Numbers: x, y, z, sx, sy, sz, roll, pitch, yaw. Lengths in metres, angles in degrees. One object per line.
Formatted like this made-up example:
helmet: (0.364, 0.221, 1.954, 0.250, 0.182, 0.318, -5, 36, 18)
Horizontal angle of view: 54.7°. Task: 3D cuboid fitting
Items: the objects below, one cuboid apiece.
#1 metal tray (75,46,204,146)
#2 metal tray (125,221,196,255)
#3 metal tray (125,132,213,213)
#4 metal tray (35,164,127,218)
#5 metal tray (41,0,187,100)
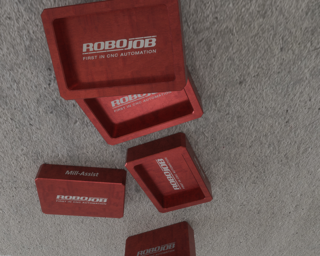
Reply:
metal tray: (-0.024, -0.035, 0.373, 0.130, 0.030, 0.090, -18, 128, 14)
metal tray: (-0.001, 0.230, 0.560, 0.130, 0.090, 0.030, -21, 127, 17)
metal tray: (0.017, 0.072, 0.464, 0.090, 0.030, 0.130, -18, 128, 14)
metal tray: (-0.121, 0.101, 0.489, 0.131, 0.030, 0.089, 5, 130, -4)
metal tray: (-0.042, -0.079, 0.309, 0.131, 0.030, 0.089, -4, 110, 9)
